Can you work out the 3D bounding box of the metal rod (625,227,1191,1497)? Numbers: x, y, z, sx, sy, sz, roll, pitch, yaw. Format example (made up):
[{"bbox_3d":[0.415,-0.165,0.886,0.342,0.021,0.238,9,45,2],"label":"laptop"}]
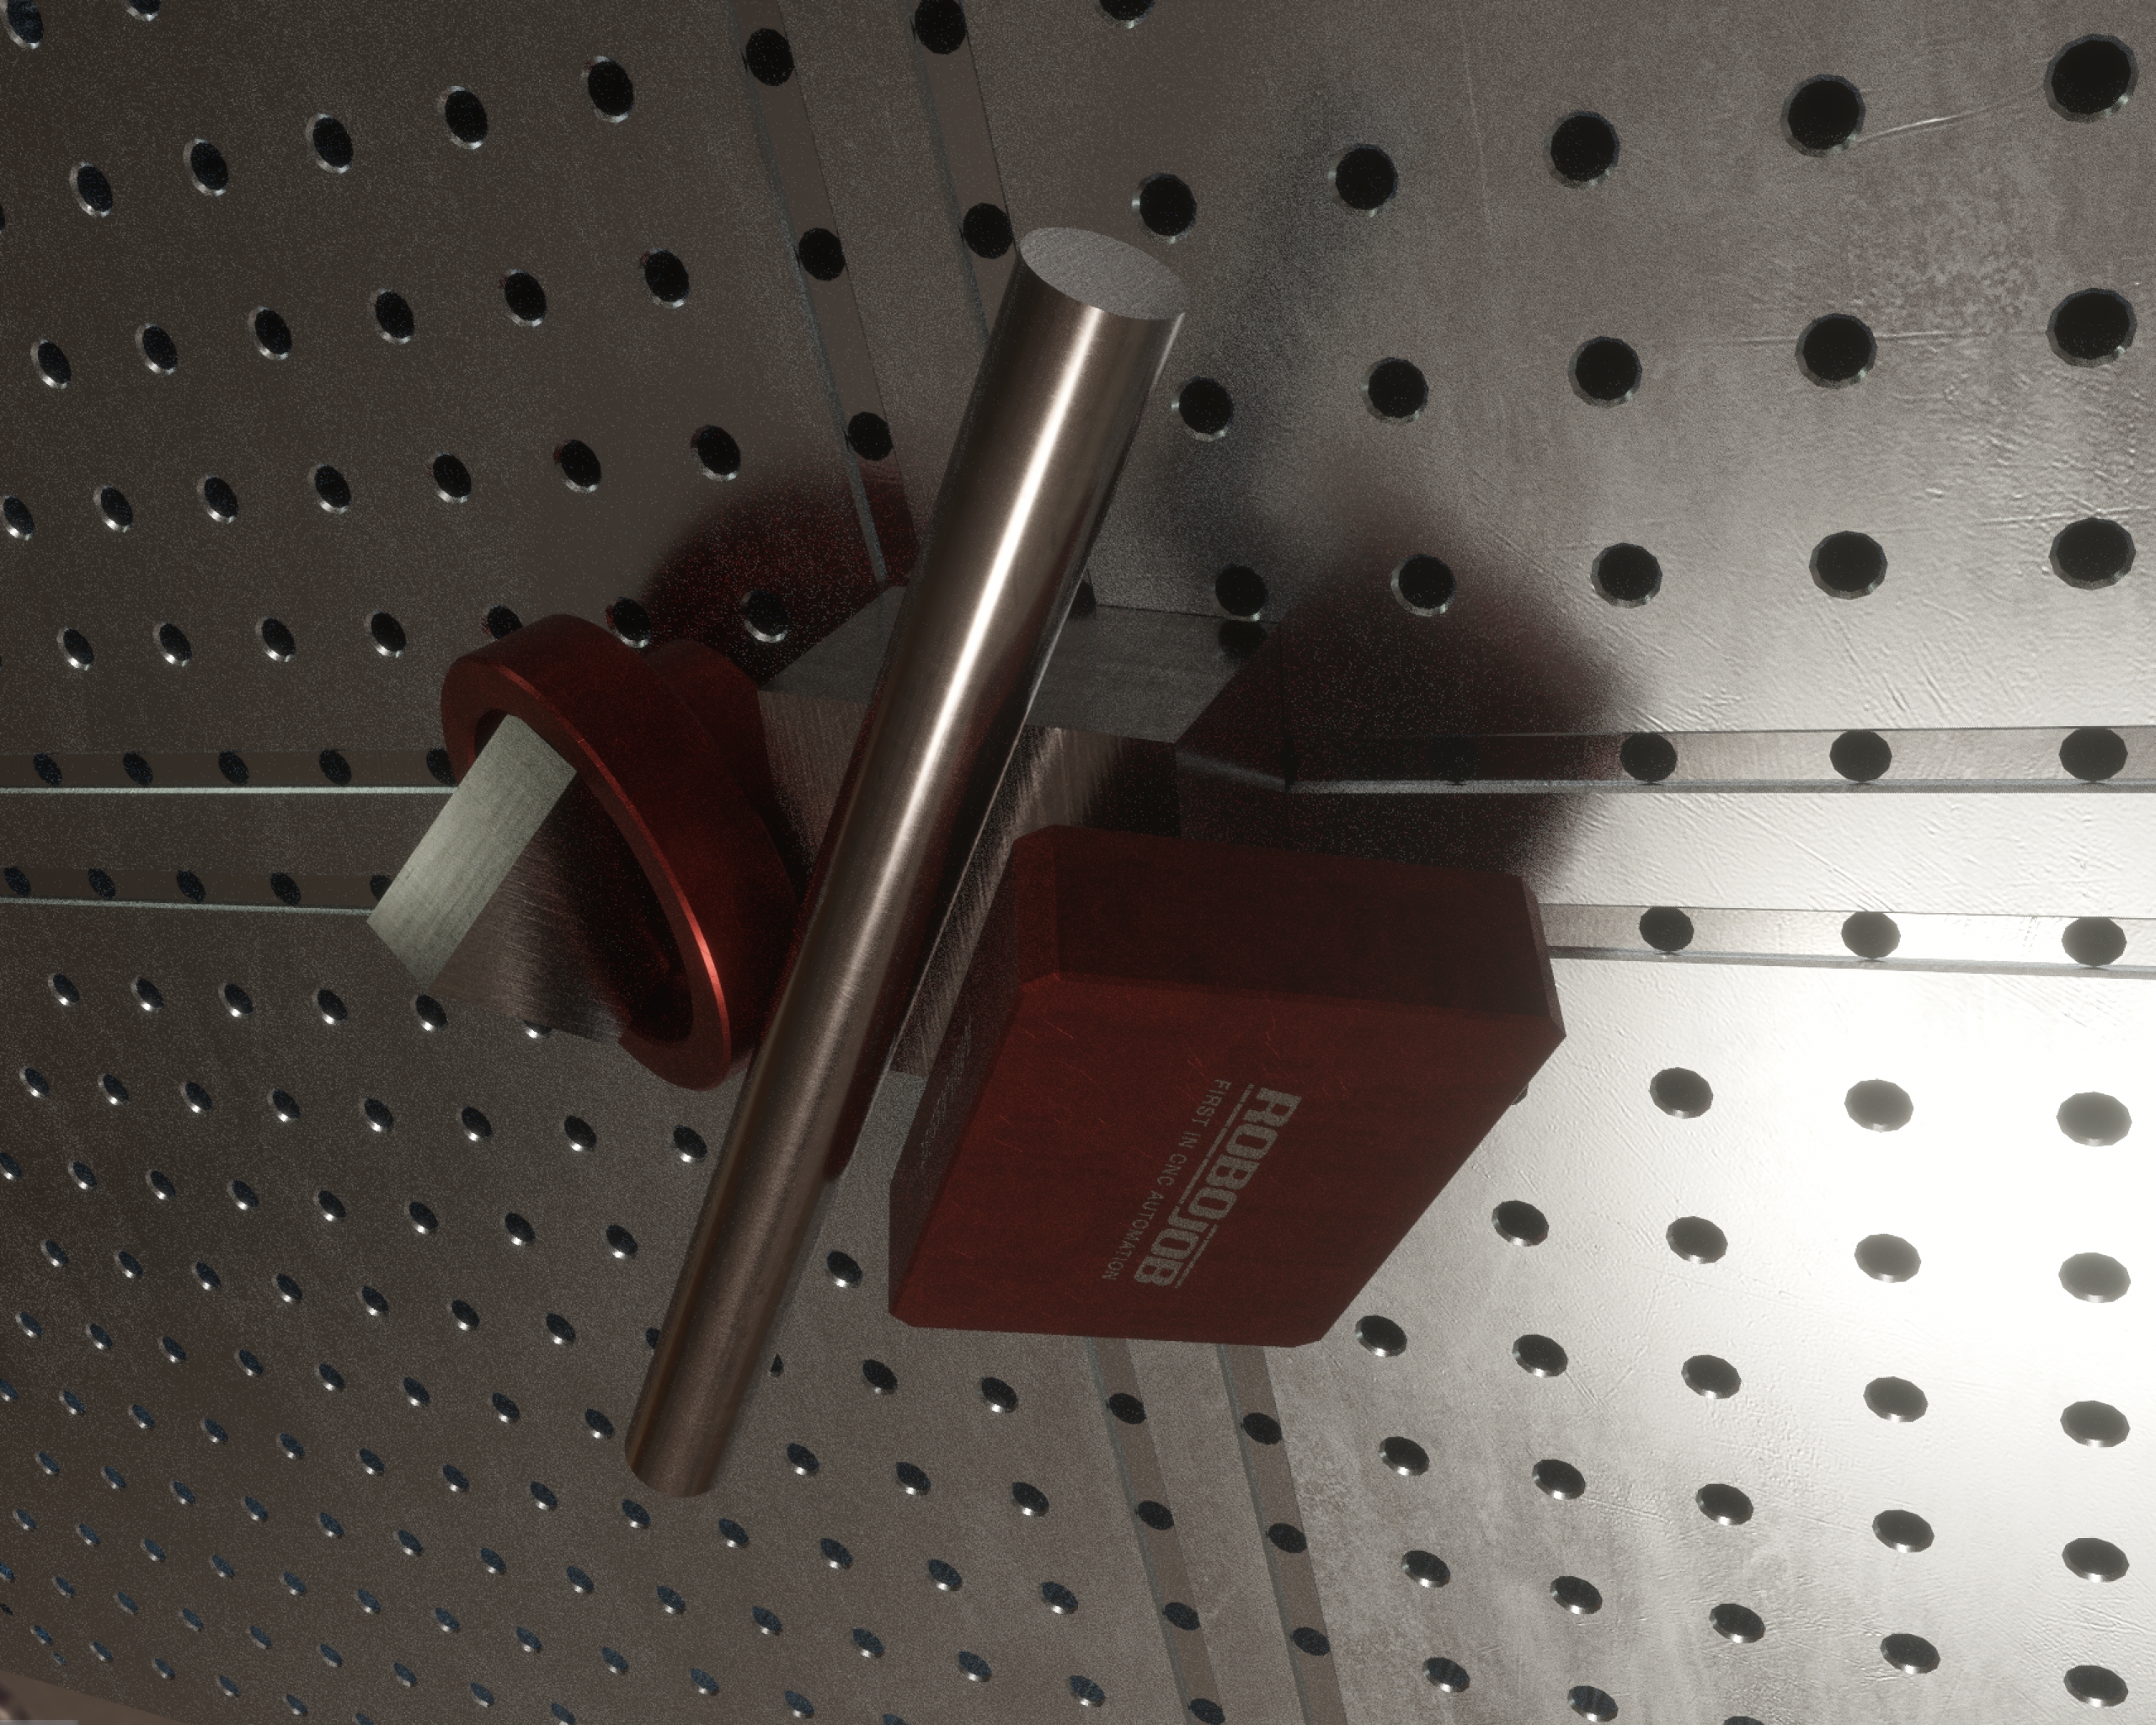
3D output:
[{"bbox_3d":[-0.043,0.025,0.383,0.025,0.025,0.298,30,128,8],"label":"metal rod"}]

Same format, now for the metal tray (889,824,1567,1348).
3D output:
[{"bbox_3d":[0.020,0.047,0.382,0.091,0.030,0.129,6,143,-13],"label":"metal tray"}]

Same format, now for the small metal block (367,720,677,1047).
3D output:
[{"bbox_3d":[-0.102,0.004,0.413,0.025,0.050,0.050,38,95,35],"label":"small metal block"}]

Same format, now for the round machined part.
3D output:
[{"bbox_3d":[-0.083,-0.006,0.421,0.098,0.042,0.097,37,145,32],"label":"round machined part"}]

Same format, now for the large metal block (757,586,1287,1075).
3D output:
[{"bbox_3d":[-0.007,-0.003,0.395,0.080,0.050,0.079,9,122,23],"label":"large metal block"}]
